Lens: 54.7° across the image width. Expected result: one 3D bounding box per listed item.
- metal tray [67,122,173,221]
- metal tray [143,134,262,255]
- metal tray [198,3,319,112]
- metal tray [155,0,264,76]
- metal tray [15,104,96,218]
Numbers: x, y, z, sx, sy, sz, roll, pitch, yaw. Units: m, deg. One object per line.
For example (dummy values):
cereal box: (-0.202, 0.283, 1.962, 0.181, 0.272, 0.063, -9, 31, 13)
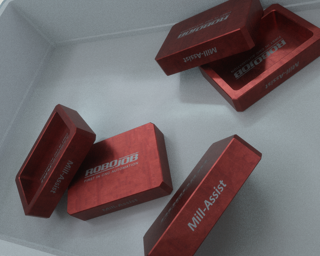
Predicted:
metal tray: (-0.055, 0.056, 0.395, 0.130, 0.030, 0.090, -20, 54, 15)
metal tray: (0.036, 0.070, 0.300, 0.030, 0.090, 0.130, 38, 81, 2)
metal tray: (0.124, -0.091, 0.392, 0.130, 0.030, 0.090, -36, 51, 3)
metal tray: (0.064, -0.124, 0.412, 0.130, 0.030, 0.090, -11, 41, 37)
metal tray: (-0.144, 0.042, 0.417, 0.129, 0.030, 0.090, -58, 41, 6)
